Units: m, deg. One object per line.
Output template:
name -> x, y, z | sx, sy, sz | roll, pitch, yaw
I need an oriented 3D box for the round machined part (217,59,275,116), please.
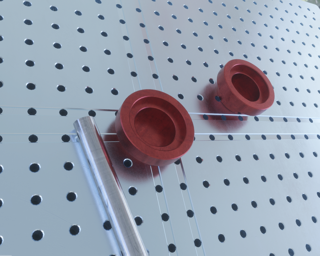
round machined part -> 0.134, -0.061, 0.507 | 0.099, 0.042, 0.098 | 14, 56, -21

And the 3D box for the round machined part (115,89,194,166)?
round machined part -> -0.009, 0.003, 0.390 | 0.099, 0.042, 0.098 | 14, 56, -21

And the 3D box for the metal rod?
metal rod -> -0.029, 0.121, 0.318 | 0.025, 0.025, 0.299 | -13, 68, -33
